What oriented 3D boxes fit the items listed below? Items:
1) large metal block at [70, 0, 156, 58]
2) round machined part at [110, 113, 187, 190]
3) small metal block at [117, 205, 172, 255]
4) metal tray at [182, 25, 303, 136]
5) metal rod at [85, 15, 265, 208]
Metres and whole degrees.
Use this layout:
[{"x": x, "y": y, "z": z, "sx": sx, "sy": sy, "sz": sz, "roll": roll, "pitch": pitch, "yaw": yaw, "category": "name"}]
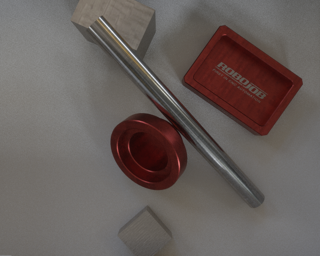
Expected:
[{"x": -0.052, "y": -0.126, "z": 0.383, "sx": 0.080, "sy": 0.080, "sz": 0.050, "roll": 24, "pitch": 90, "yaw": -1, "category": "large metal block"}, {"x": -0.010, "y": 0.025, "z": 0.386, "sx": 0.098, "sy": 0.042, "sz": 0.097, "roll": 16, "pitch": 124, "yaw": 25, "category": "round machined part"}, {"x": -0.020, "y": 0.141, "z": 0.411, "sx": 0.050, "sy": 0.025, "sz": 0.050, "roll": -41, "pitch": 91, "yaw": 0, "category": "small metal block"}, {"x": 0.107, "y": -0.061, "z": 0.410, "sx": 0.130, "sy": 0.030, "sz": 0.090, "roll": 35, "pitch": 90, "yaw": -1, "category": "metal tray"}, {"x": 0.030, "y": -0.006, "z": 0.369, "sx": 0.025, "sy": 0.025, "sz": 0.300, "roll": -44, "pitch": 108, "yaw": 0, "category": "metal rod"}]
